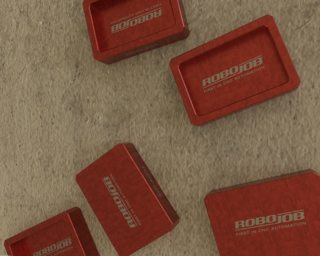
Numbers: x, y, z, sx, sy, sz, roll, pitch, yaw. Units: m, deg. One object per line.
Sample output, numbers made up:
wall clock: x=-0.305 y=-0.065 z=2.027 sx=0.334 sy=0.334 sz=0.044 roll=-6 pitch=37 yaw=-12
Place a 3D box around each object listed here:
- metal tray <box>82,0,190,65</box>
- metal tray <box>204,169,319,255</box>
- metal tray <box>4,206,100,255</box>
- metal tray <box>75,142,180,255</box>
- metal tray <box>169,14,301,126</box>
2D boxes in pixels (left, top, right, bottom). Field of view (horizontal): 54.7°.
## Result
metal tray: x=-0.034 y=-0.148 z=0.417 sx=0.130 sy=0.030 sz=0.090 roll=-14 pitch=85 yaw=19
metal tray: x=0.127 y=0.107 z=0.361 sx=0.130 sy=0.030 sz=0.090 roll=-17 pitch=85 yaw=18
metal tray: x=-0.162 y=0.184 z=0.461 sx=0.130 sy=0.030 sz=0.090 roll=-28 pitch=81 yaw=17
metal tray: x=-0.046 y=0.096 z=0.421 sx=0.090 sy=0.030 sz=0.130 roll=-36 pitch=79 yaw=16
metal tray: x=0.087 y=-0.065 z=0.375 sx=0.130 sy=0.030 sz=0.090 roll=-22 pitch=83 yaw=18
